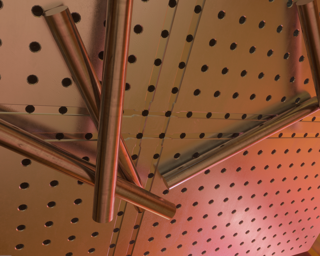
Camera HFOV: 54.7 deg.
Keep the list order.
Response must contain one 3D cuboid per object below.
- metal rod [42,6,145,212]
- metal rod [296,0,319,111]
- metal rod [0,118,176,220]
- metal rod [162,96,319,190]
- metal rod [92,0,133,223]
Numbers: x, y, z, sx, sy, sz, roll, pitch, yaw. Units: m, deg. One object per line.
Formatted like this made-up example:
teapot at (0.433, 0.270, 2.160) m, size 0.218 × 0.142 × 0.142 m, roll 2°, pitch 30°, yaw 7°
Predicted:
metal rod at (-0.062, 0.004, 0.380) m, size 0.025 × 0.025 × 0.298 m, roll -27°, pitch 128°, yaw -12°
metal rod at (0.261, -0.061, 0.493) m, size 0.025 × 0.025 × 0.299 m, roll -35°, pitch 121°, yaw -6°
metal rod at (-0.092, 0.052, 0.373) m, size 0.301 × 0.025 × 0.025 m, roll 33°, pitch 99°, yaw -32°
metal rod at (0.141, 0.019, 0.502) m, size 0.302 × 0.025 × 0.025 m, roll -25°, pitch 128°, yaw -13°
metal rod at (-0.051, -0.033, 0.331) m, size 0.025 × 0.025 × 0.298 m, roll -2°, pitch 109°, yaw -28°
